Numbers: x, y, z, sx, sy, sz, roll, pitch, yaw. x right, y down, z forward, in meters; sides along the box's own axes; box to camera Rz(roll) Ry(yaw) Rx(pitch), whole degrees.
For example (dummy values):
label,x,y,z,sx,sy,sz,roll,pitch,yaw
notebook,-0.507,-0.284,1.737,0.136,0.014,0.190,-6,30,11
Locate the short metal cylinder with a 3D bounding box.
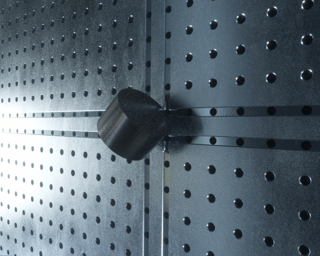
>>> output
label,x,y,z,sx,sy,sz,roll,pitch,yaw
short metal cylinder,-0.033,-0.005,0.398,0.050,0.081,0.080,-48,62,29
